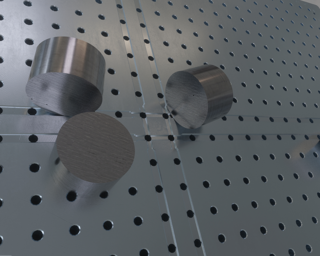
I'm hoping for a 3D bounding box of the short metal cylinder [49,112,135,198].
[{"bbox_3d":[-0.074,0.030,0.334,0.081,0.050,0.080,14,56,-21],"label":"short metal cylinder"}]

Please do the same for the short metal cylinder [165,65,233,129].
[{"bbox_3d":[0.053,-0.044,0.428,0.050,0.080,0.080,-21,73,-36],"label":"short metal cylinder"}]

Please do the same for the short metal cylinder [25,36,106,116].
[{"bbox_3d":[-0.104,-0.056,0.351,0.081,0.080,0.050,12,57,-22],"label":"short metal cylinder"}]
